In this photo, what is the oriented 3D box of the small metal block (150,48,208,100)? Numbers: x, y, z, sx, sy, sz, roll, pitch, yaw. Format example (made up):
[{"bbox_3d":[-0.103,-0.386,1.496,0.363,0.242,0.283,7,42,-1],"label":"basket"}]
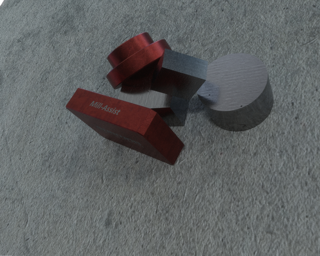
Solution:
[{"bbox_3d":[0.021,-0.060,0.356,0.050,0.050,0.025,14,65,-11],"label":"small metal block"}]

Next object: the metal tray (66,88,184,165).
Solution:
[{"bbox_3d":[-0.044,-0.002,0.387,0.130,0.090,0.030,18,72,35],"label":"metal tray"}]

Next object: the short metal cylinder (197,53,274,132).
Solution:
[{"bbox_3d":[0.090,-0.042,0.369,0.080,0.050,0.080,-13,56,21],"label":"short metal cylinder"}]

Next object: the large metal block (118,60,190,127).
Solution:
[{"bbox_3d":[-0.005,-0.047,0.422,0.080,0.050,0.080,-1,61,27],"label":"large metal block"}]

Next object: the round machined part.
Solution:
[{"bbox_3d":[-0.035,-0.098,0.436,0.098,0.098,0.042,-32,96,7],"label":"round machined part"}]
